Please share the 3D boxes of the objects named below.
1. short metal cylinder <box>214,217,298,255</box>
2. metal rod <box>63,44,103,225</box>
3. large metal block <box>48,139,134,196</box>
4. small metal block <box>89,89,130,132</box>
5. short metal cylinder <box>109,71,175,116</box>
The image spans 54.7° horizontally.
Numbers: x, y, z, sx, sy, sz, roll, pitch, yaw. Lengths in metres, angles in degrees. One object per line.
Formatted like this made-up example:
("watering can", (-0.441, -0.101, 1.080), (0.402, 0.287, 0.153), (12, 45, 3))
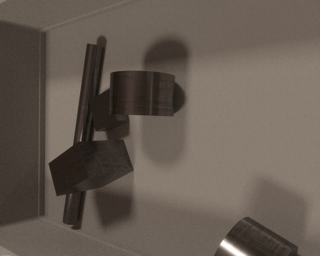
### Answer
("short metal cylinder", (0.089, 0.134, 0.297), (0.050, 0.081, 0.079), (27, 107, 36))
("metal rod", (-0.128, 0.015, 0.509), (0.025, 0.025, 0.298), (16, 100, 38))
("large metal block", (-0.100, 0.057, 0.451), (0.080, 0.081, 0.050), (-31, 71, 35))
("small metal block", (-0.077, -0.026, 0.468), (0.050, 0.025, 0.050), (-24, 75, 37))
("short metal cylinder", (-0.022, -0.041, 0.387), (0.080, 0.081, 0.050), (4, 93, 39))
